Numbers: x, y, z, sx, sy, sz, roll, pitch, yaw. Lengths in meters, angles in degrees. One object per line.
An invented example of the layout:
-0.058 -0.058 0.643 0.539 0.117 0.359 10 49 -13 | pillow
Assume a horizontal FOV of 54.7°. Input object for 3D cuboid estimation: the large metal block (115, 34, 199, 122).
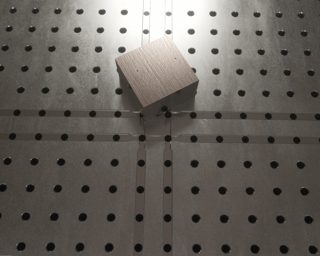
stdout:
-0.005 -0.068 0.423 0.080 0.050 0.080 -27 73 -10 | large metal block
